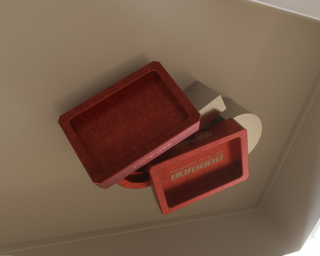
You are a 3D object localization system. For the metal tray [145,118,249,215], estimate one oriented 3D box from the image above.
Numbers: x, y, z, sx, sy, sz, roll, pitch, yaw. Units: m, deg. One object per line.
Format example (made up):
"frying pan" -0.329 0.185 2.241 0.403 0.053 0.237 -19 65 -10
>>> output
"metal tray" 0.050 0.050 0.402 0.131 0.030 0.089 -21 126 -11

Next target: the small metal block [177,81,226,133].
"small metal block" 0.048 -0.029 0.400 0.050 0.050 0.025 -38 130 -5

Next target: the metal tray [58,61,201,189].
"metal tray" -0.032 -0.005 0.342 0.131 0.090 0.030 -32 161 -8

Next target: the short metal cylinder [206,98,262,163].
"short metal cylinder" 0.098 0.004 0.448 0.081 0.050 0.079 -14 125 -21

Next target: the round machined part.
"round machined part" -0.025 0.028 0.402 0.099 0.042 0.097 -14 125 -21
